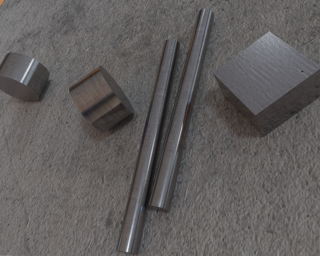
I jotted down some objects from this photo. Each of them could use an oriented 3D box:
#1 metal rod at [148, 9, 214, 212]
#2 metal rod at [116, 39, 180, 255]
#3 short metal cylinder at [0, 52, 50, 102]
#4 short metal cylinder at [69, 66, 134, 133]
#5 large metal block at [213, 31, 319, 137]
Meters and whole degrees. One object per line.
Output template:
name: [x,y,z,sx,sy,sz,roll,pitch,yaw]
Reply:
metal rod: [0.034,-0.041,0.410,0.025,0.025,0.300,1,62,29]
metal rod: [-0.009,0.005,0.405,0.025,0.025,0.300,-3,60,27]
short metal cylinder: [-0.246,-0.089,0.553,0.080,0.080,0.050,1,63,29]
short metal cylinder: [-0.081,-0.040,0.436,0.050,0.080,0.080,-34,51,6]
large metal block: [0.122,-0.051,0.355,0.080,0.050,0.080,-37,51,4]
